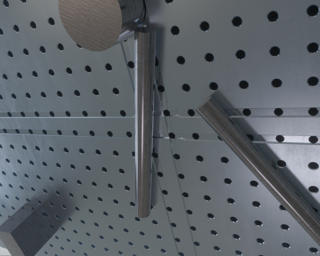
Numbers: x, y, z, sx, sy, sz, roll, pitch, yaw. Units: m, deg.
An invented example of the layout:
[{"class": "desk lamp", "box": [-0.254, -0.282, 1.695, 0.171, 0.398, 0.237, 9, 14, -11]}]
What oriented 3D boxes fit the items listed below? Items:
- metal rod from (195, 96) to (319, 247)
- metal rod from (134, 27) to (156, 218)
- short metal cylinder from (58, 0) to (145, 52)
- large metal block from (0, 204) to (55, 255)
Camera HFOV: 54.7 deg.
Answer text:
[{"class": "metal rod", "box": [0.153, 0.080, 0.379, 0.300, 0.025, 0.025, 47, 129, -5]}, {"class": "metal rod", "box": [-0.022, 0.014, 0.431, 0.025, 0.025, 0.298, 16, 125, 19]}, {"class": "short metal cylinder", "box": [-0.065, -0.132, 0.347, 0.080, 0.050, 0.079, 13, 124, 21]}, {"class": "large metal block", "box": [-0.286, 0.223, 0.665, 0.050, 0.080, 0.080, -4, 117, 30]}]
